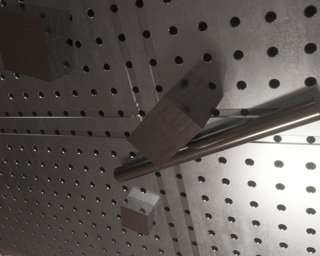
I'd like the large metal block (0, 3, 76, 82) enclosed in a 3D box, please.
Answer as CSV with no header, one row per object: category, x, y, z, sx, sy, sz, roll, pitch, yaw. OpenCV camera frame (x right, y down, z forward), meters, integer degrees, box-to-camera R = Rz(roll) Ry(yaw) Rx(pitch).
large metal block,-0.163,-0.114,0.408,0.080,0.050,0.079,16,125,19

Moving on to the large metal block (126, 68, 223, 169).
large metal block,0.018,-0.012,0.358,0.050,0.080,0.080,42,129,-1

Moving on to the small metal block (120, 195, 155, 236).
small metal block,-0.038,0.148,0.521,0.050,0.025,0.050,15,125,19

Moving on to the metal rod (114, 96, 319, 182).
metal rod,0.049,0.027,0.400,0.299,0.025,0.025,-23,106,36
